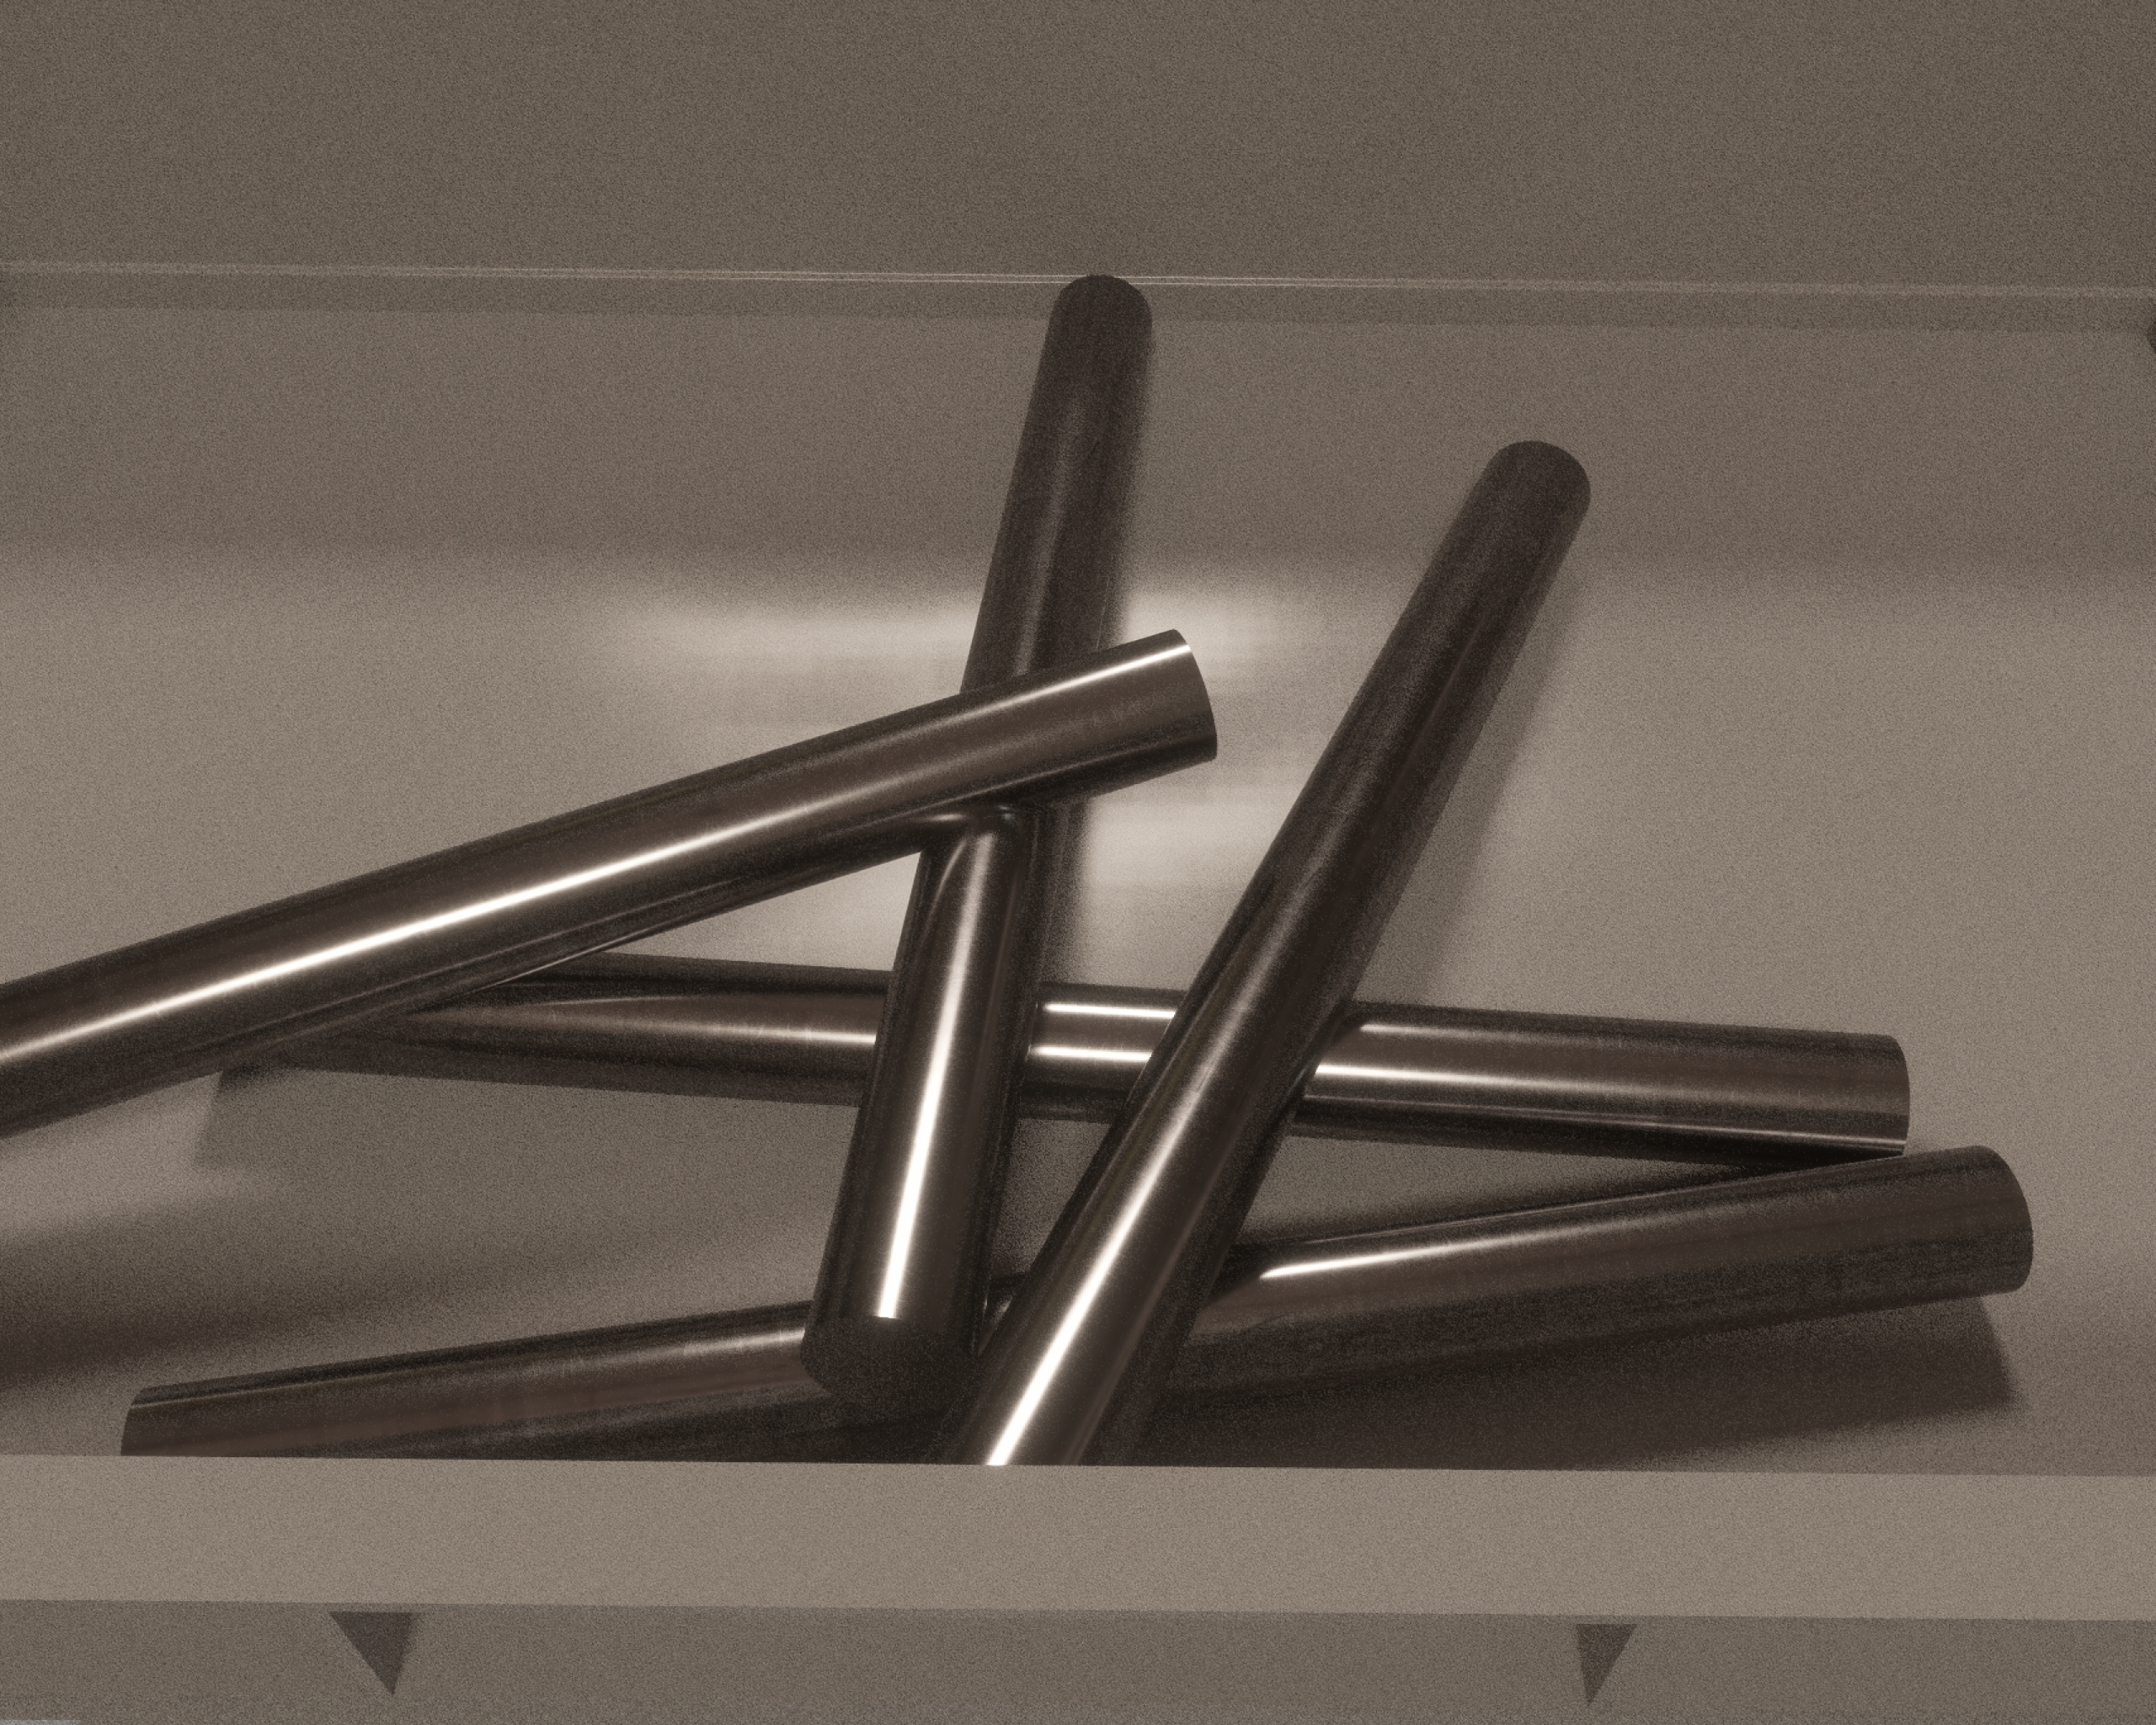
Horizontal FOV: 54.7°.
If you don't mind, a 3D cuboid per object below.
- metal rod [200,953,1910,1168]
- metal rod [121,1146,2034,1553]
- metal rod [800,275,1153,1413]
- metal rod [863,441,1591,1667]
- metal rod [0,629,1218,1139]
[{"bbox_3d":[-0.008,0.034,0.375,0.302,0.025,0.025,4,50,2],"label":"metal rod"},{"bbox_3d":[0.006,0.077,0.338,0.302,0.025,0.025,-6,51,-6],"label":"metal rod"},{"bbox_3d":[-0.011,-0.031,0.406,0.025,0.025,0.300,5,44,4],"label":"metal rod"},{"bbox_3d":[0.044,0.006,0.373,0.025,0.025,0.301,19,45,15],"label":"metal rod"},{"bbox_3d":[-0.122,0.015,0.356,0.302,0.025,0.025,-18,52,-8],"label":"metal rod"}]
